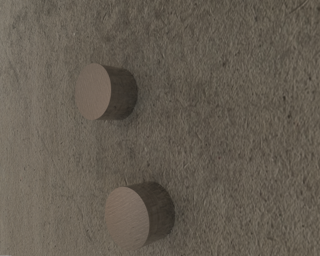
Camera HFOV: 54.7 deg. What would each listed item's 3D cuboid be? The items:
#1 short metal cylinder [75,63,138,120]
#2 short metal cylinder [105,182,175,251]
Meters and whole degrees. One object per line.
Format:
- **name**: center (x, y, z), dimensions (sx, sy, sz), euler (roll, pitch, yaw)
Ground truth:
- **short metal cylinder**: center (-0.079, -0.051, 0.454), dimensions (0.080, 0.050, 0.080), euler (0, 90, 40)
- **short metal cylinder**: center (-0.027, 0.114, 0.411), dimensions (0.080, 0.050, 0.080), euler (0, 90, 40)
